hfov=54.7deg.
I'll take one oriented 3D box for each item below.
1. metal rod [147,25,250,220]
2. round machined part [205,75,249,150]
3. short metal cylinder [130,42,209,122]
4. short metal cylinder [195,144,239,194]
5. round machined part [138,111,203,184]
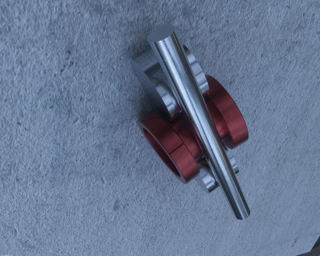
[{"bbox_3d":[0.059,0.021,0.352,0.025,0.025,0.299,-35,129,-6],"label":"metal rod"},{"bbox_3d":[0.064,-0.014,0.390,0.042,0.098,0.098,-31,129,-3],"label":"round machined part"},{"bbox_3d":[0.010,-0.054,0.346,0.050,0.080,0.080,-34,129,-6],"label":"short metal cylinder"},{"bbox_3d":[0.066,0.046,0.439,0.050,0.080,0.080,-34,129,-6],"label":"short metal cylinder"},{"bbox_3d":[0.018,0.018,0.382,0.042,0.098,0.098,-37,130,-9],"label":"round machined part"}]
